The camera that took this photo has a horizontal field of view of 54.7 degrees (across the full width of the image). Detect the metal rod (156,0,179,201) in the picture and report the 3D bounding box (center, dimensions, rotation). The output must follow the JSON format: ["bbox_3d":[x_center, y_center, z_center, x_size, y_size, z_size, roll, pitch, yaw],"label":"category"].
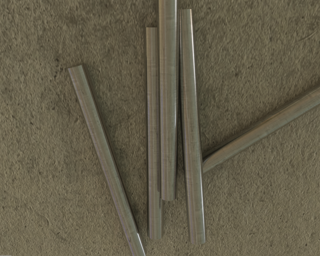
[{"bbox_3d":[0.010,-0.047,0.370,0.025,0.025,0.298,-1,111,0],"label":"metal rod"}]

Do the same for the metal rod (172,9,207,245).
[{"bbox_3d":[0.039,0.009,0.393,0.025,0.025,0.298,-5,103,1],"label":"metal rod"}]

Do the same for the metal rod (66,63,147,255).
[{"bbox_3d":[-0.068,0.059,0.430,0.025,0.025,0.298,-13,110,4],"label":"metal rod"}]

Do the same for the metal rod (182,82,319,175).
[{"bbox_3d":[0.161,-0.016,0.405,0.300,0.025,0.025,-33,107,11],"label":"metal rod"}]

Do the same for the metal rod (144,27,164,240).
[{"bbox_3d":[-0.007,0.021,0.417,0.025,0.025,0.298,0,110,0],"label":"metal rod"}]
